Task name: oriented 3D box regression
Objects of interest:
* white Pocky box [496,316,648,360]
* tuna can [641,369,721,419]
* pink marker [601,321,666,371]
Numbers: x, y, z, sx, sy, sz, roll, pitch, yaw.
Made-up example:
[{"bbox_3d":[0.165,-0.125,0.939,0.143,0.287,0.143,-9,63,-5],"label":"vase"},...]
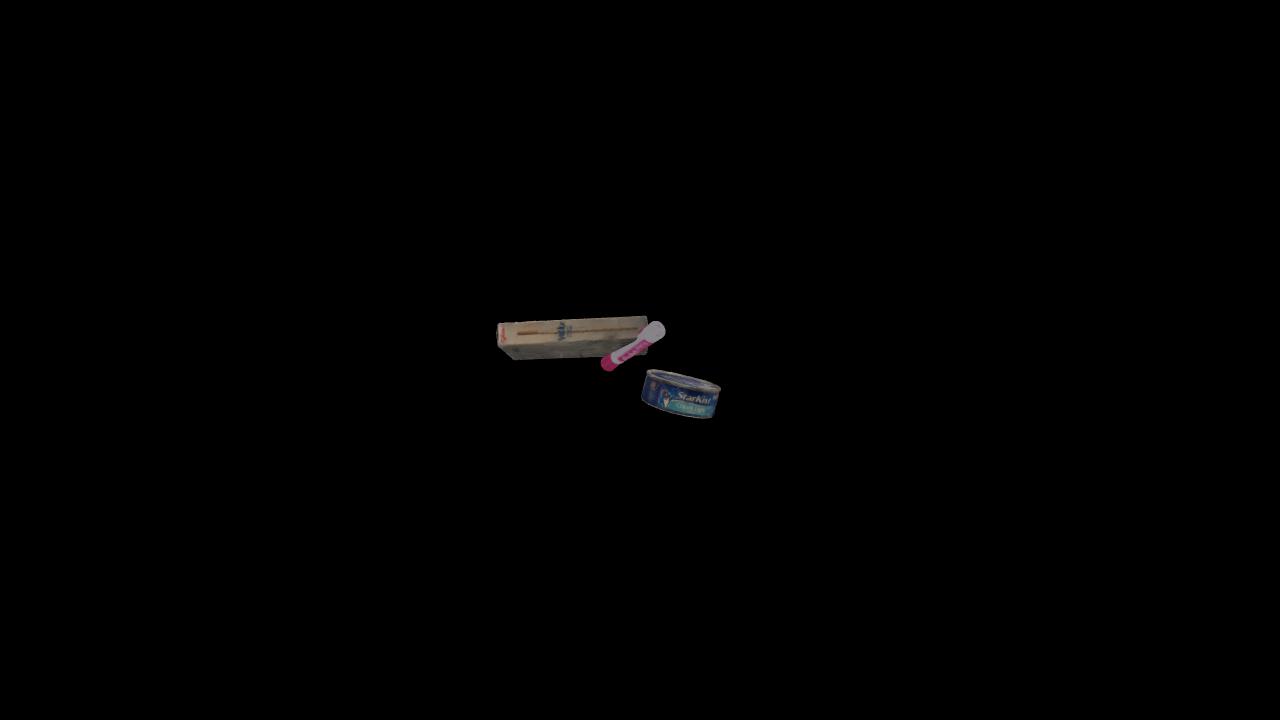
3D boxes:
[{"bbox_3d":[-0.068,-0.022,0.659,0.154,0.028,0.084,-2,-10,-1],"label":"white Pocky box"},{"bbox_3d":[0.044,0.037,0.675,0.084,0.034,0.084,13,6,-1],"label":"tuna can"},{"bbox_3d":[-0.011,-0.012,0.652,0.020,0.020,0.121,0,-17,-29],"label":"pink marker"}]
